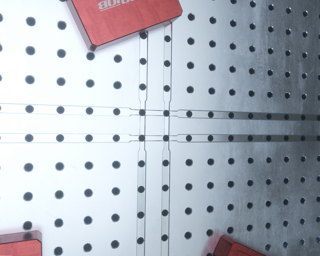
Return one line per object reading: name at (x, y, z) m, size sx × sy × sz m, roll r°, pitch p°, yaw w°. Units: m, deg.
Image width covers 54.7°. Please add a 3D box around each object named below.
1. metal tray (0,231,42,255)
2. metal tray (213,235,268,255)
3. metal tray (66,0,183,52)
metal tray at (-0.198, 0.169, 0.337) m, size 0.131 × 0.030 × 0.089 m, roll -1°, pitch 91°, yaw -21°
metal tray at (0.132, 0.228, 0.460) m, size 0.131 × 0.030 × 0.090 m, roll 30°, pitch 80°, yaw -18°
metal tray at (-0.046, -0.163, 0.393) m, size 0.131 × 0.030 × 0.090 m, roll -27°, pitch 99°, yaw -18°
